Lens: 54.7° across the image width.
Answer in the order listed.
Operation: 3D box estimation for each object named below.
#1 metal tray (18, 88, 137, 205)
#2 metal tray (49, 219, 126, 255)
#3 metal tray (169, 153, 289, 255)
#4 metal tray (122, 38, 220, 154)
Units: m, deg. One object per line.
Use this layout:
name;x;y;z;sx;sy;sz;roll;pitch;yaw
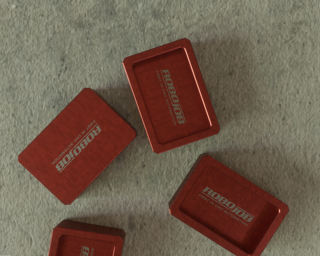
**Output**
metal tray;-0.105;0.023;0.406;0.090;0.030;0.130;44;90;-1
metal tray;-0.101;0.194;0.406;0.091;0.030;0.129;10;90;-1
metal tray;0.088;0.104;0.408;0.130;0.030;0.090;33;90;-1
metal tray;0.015;-0.041;0.407;0.090;0.030;0.129;-19;90;-1
